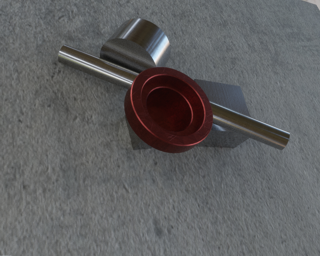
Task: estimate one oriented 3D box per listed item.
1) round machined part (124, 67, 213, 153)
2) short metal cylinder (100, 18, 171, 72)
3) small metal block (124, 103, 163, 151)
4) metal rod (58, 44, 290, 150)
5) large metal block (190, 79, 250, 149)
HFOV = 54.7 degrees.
[{"bbox_3d":[0.006,-0.016,0.346,0.099,0.042,0.098,13,57,-22],"label":"round machined part"},{"bbox_3d":[-0.032,-0.097,0.413,0.080,0.080,0.050,33,51,-8],"label":"short metal cylinder"},{"bbox_3d":[-0.019,-0.006,0.384,0.025,0.050,0.050,-2,63,-30],"label":"small metal block"},{"bbox_3d":[0.016,-0.039,0.391,0.301,0.025,0.025,22,52,2],"label":"metal rod"},{"bbox_3d":[0.080,-0.018,0.446,0.081,0.050,0.080,4,60,-27],"label":"large metal block"}]
